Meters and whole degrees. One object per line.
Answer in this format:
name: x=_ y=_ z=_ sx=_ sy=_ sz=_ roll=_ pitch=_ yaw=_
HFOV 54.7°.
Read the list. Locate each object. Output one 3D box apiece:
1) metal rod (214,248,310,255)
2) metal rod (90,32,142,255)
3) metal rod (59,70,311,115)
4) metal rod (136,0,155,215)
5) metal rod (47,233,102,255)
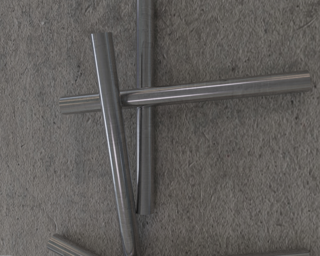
metal rod: x=0.025 y=0.176 z=0.384 sx=0.301 sy=0.025 sz=0.025 roll=-11 pitch=86 yaw=13
metal rod: x=-0.052 y=0.036 z=0.387 sx=0.025 sy=0.025 sz=0.298 roll=-1 pitch=105 yaw=20
metal rod: x=0.020 y=-0.041 z=0.381 sx=0.301 sy=0.025 sz=0.025 roll=-5 pitch=89 yaw=12
metal rod: x=-0.020 y=-0.036 z=0.415 sx=0.025 sy=0.025 sz=0.298 roll=0 pitch=90 yaw=20
metal rod: x=-0.025 y=0.215 z=0.417 sx=0.301 sy=0.025 sz=0.025 roll=18 pitch=96 yaw=19
